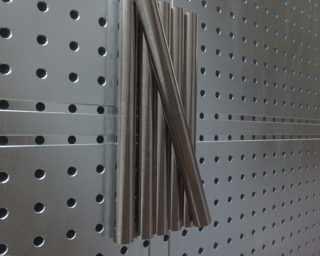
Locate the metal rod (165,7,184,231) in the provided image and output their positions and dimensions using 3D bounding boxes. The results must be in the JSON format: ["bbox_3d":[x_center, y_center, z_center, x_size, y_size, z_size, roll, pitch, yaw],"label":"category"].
[{"bbox_3d":[0.019,-0.012,0.425,0.025,0.025,0.298,1,89,-40],"label":"metal rod"}]

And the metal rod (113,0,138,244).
[{"bbox_3d":[-0.041,-0.015,0.372,0.025,0.025,0.298,1,89,-40],"label":"metal rod"}]

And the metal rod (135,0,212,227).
[{"bbox_3d":[0.020,-0.012,0.392,0.025,0.025,0.298,-25,106,-37],"label":"metal rod"}]

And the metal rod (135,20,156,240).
[{"bbox_3d":[-0.018,-0.013,0.391,0.025,0.025,0.298,1,89,-40],"label":"metal rod"}]

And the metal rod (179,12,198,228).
[{"bbox_3d":[0.039,-0.012,0.441,0.025,0.025,0.298,2,89,-40],"label":"metal rod"}]

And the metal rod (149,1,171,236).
[{"bbox_3d":[0.000,-0.013,0.407,0.025,0.025,0.298,1,89,-40],"label":"metal rod"}]
